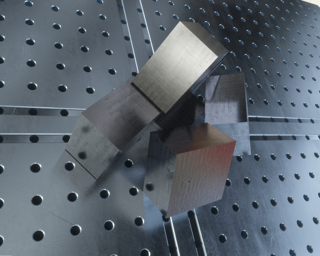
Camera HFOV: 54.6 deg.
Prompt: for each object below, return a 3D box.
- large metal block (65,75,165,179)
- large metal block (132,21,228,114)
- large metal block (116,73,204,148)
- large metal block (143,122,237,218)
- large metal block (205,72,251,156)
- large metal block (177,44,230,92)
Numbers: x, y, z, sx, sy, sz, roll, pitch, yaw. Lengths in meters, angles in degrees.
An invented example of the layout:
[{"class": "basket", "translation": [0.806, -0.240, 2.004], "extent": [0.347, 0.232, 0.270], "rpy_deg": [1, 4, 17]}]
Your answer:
[{"class": "large metal block", "translation": [-0.050, 0.000, 0.344], "extent": [0.050, 0.080, 0.080], "rpy_deg": [44, 51, 2]}, {"class": "large metal block", "translation": [0.026, -0.070, 0.348], "extent": [0.050, 0.080, 0.080], "rpy_deg": [44, 26, 2]}, {"class": "large metal block", "translation": [0.002, -0.021, 0.407], "extent": [0.080, 0.050, 0.080], "rpy_deg": [43, 51, 1]}, {"class": "large metal block", "translation": [0.032, 0.045, 0.353], "extent": [0.081, 0.079, 0.050], "rpy_deg": [-9, 30, -32]}, {"class": "large metal block", "translation": [0.094, -0.016, 0.423], "extent": [0.050, 0.080, 0.080], "rpy_deg": [-5, 55, 17]}, {"class": "large metal block", "translation": [0.042, -0.083, 0.446], "extent": [0.050, 0.080, 0.080], "rpy_deg": [43, 51, 1]}]
